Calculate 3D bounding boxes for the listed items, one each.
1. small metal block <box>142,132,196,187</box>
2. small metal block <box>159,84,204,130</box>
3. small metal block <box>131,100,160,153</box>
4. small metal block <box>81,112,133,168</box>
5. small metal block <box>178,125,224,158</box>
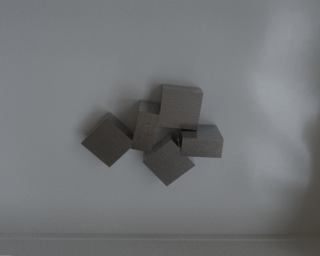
[{"bbox_3d":[0.012,0.043,0.425,0.050,0.025,0.050,-39,106,12],"label":"small metal block"},{"bbox_3d":[0.026,-0.027,0.400,0.050,0.025,0.050,6,110,-3],"label":"small metal block"},{"bbox_3d":[-0.018,-0.003,0.394,0.025,0.050,0.050,12,110,-5],"label":"small metal block"},{"bbox_3d":[-0.068,0.016,0.414,0.050,0.025,0.050,-43,105,14],"label":"small metal block"},{"bbox_3d":[0.052,0.016,0.402,0.050,0.050,0.025,3,110,-2],"label":"small metal block"}]
